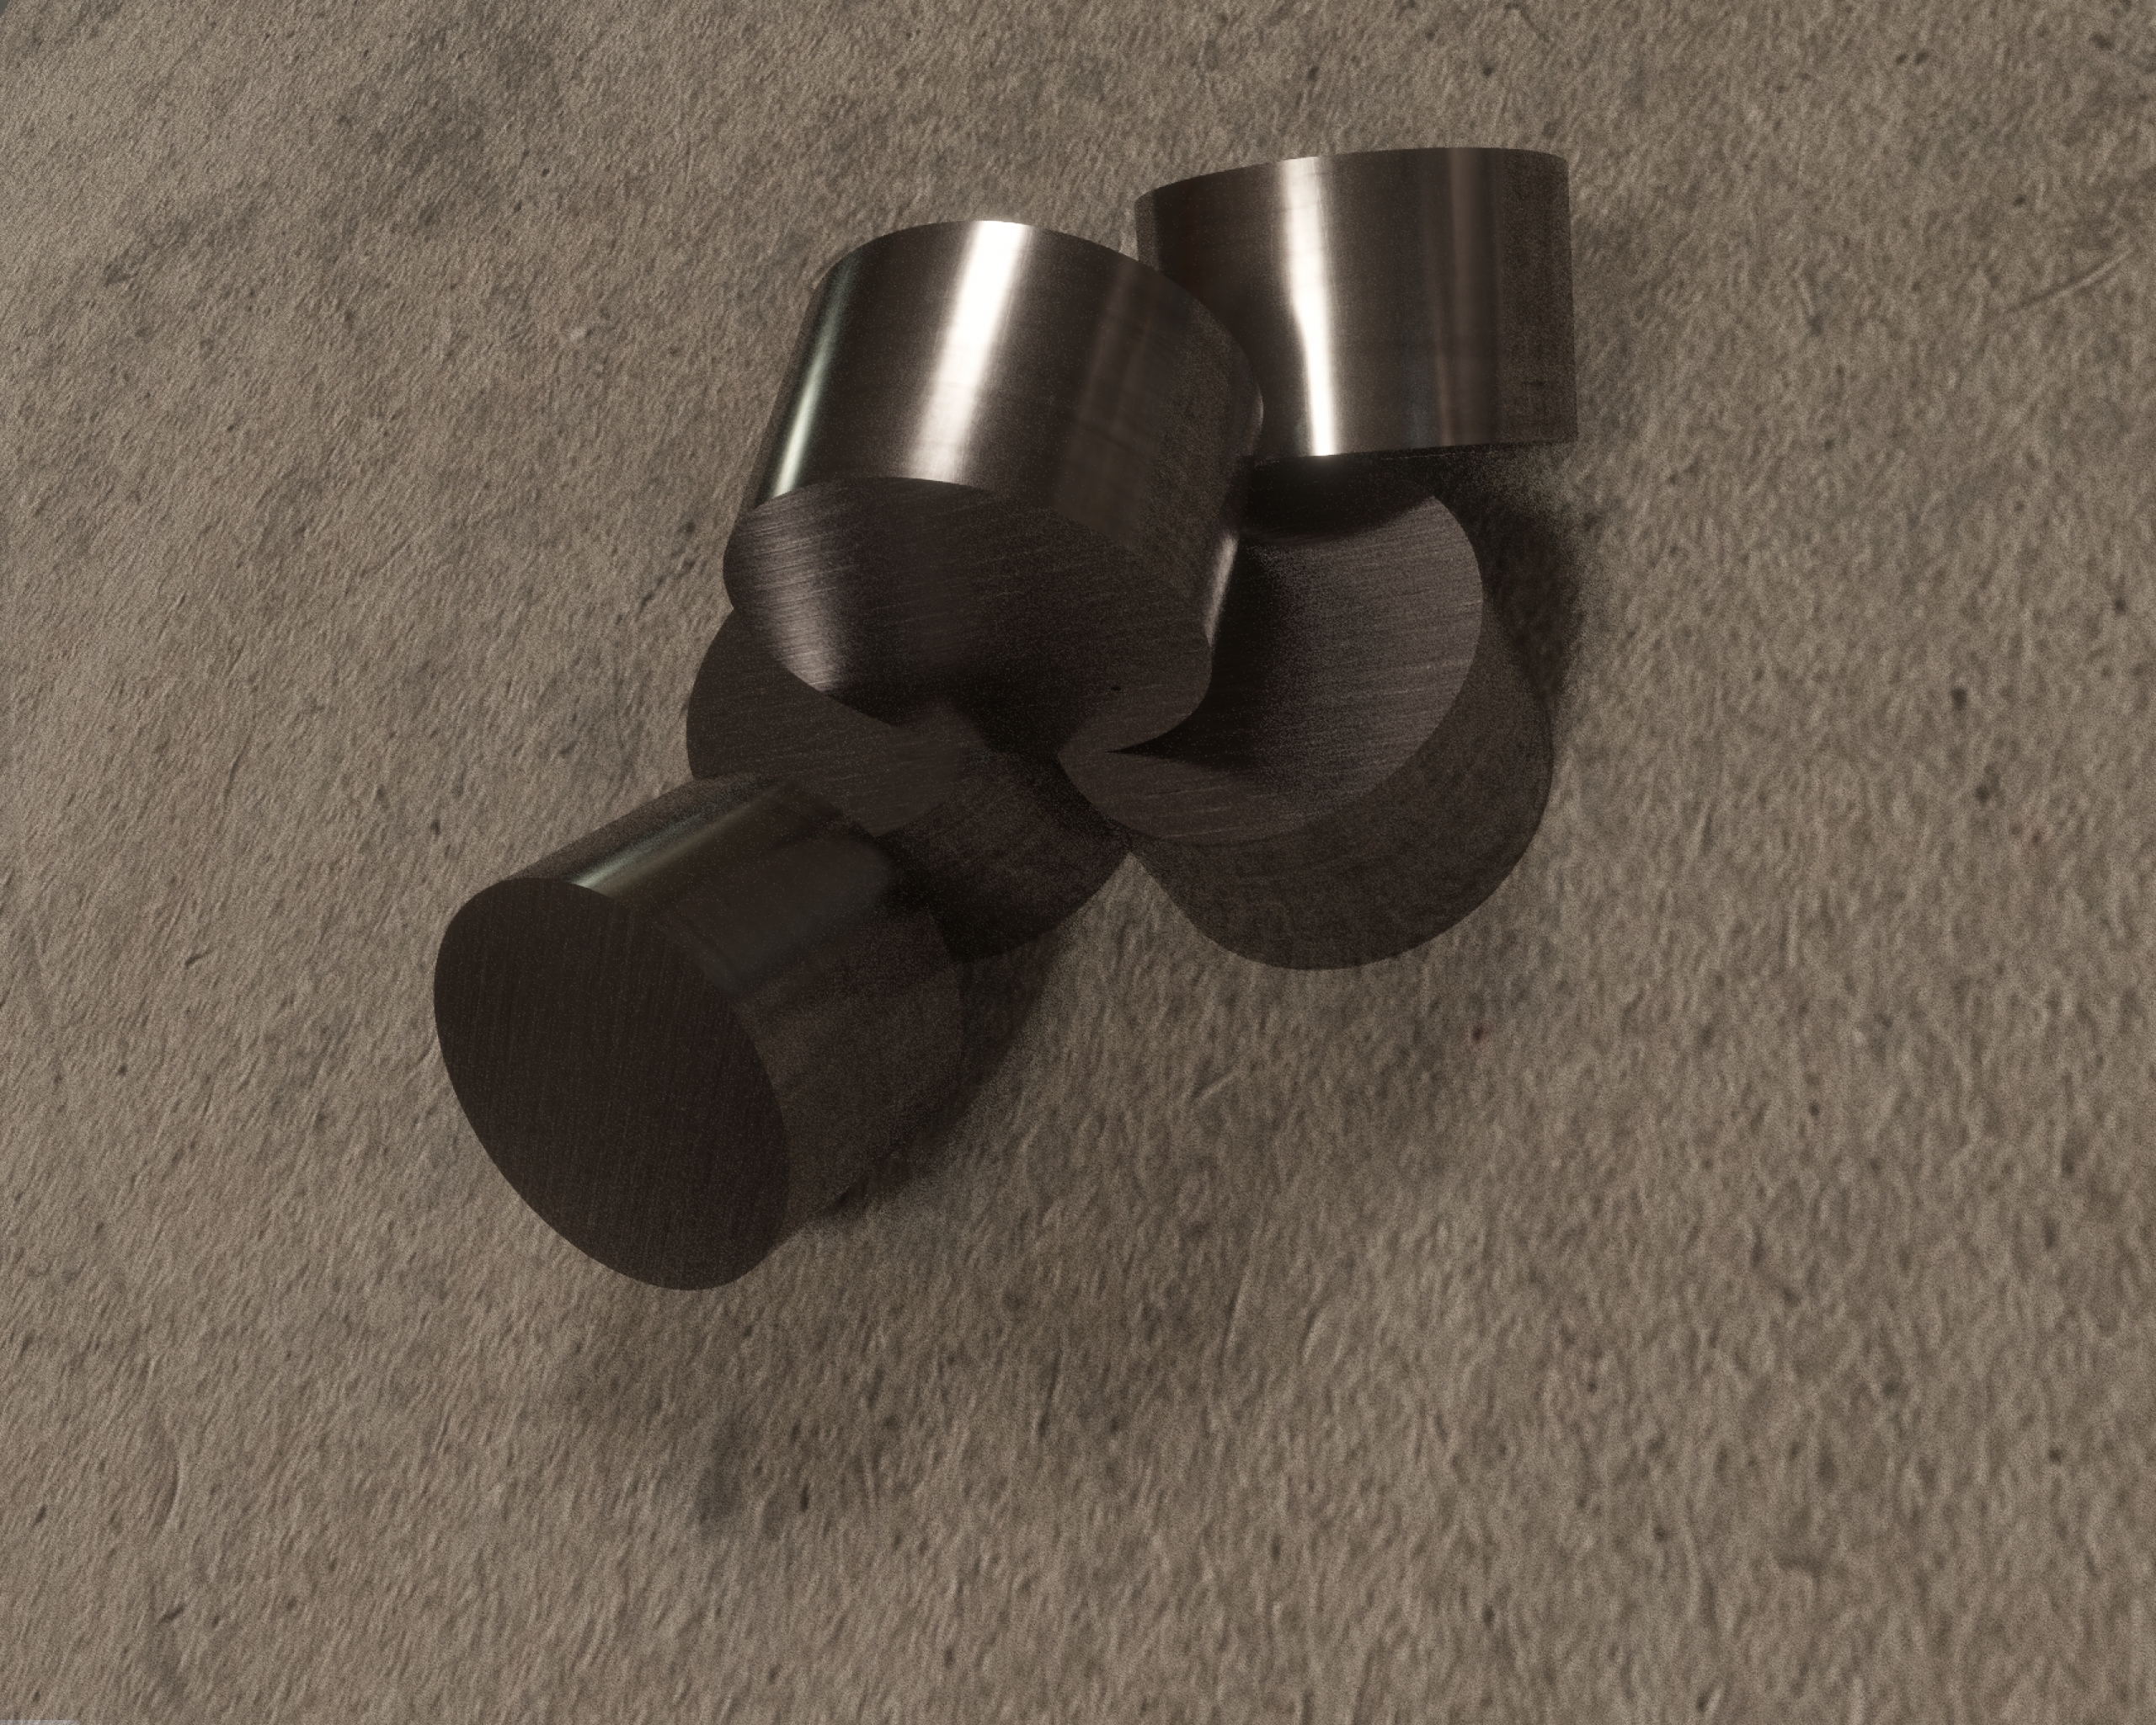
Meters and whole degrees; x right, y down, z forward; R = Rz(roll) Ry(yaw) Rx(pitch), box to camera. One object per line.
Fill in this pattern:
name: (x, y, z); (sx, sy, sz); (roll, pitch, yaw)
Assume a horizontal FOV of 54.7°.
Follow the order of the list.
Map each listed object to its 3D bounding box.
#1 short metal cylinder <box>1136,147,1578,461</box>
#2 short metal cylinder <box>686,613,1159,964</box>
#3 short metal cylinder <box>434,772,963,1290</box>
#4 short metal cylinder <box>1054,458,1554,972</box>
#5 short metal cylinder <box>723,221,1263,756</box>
short metal cylinder: (0.053, -0.102, 0.395); (0.080, 0.080, 0.050); (1, 100, 28)
short metal cylinder: (-0.030, -0.026, 0.419); (0.080, 0.050, 0.080); (-13, 56, 20)
short metal cylinder: (-0.068, 0.030, 0.378); (0.080, 0.079, 0.050); (8, 27, 31)
short metal cylinder: (0.041, -0.027, 0.382); (0.080, 0.050, 0.080); (-13, 56, 20)
short metal cylinder: (-0.013, -0.059, 0.348); (0.080, 0.080, 0.050); (-1, 61, 27)
